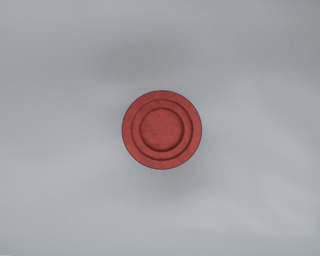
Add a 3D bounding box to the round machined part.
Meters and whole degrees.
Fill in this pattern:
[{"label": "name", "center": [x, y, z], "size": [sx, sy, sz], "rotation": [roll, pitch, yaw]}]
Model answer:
[{"label": "round machined part", "center": [0.002, 0.002, 0.399], "size": [0.099, 0.042, 0.097], "rotation": [0, 90, -1]}]
